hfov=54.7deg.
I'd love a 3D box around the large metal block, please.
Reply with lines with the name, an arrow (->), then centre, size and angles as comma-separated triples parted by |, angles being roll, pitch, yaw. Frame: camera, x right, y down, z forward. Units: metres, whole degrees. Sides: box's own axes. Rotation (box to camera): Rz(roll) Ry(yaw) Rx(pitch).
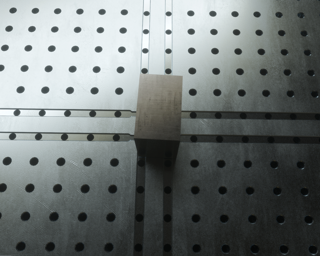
large metal block -> -0.001, -0.012, 0.386 | 0.050, 0.080, 0.080 | 3, 70, 1
